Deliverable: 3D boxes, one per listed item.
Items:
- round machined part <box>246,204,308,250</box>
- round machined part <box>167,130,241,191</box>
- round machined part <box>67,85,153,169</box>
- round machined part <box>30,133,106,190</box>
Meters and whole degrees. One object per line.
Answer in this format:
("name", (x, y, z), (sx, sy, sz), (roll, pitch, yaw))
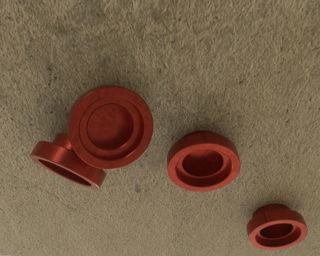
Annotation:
("round machined part", (0.201, 0.170, 0.542), (0.099, 0.042, 0.097), (0, 130, 0))
("round machined part", (0.059, 0.042, 0.432), (0.099, 0.042, 0.097), (0, 130, 0))
("round machined part", (-0.061, -0.003, 0.373), (0.099, 0.042, 0.097), (-5, 104, -22))
("round machined part", (-0.115, 0.041, 0.411), (0.098, 0.042, 0.098), (20, 157, 9))
